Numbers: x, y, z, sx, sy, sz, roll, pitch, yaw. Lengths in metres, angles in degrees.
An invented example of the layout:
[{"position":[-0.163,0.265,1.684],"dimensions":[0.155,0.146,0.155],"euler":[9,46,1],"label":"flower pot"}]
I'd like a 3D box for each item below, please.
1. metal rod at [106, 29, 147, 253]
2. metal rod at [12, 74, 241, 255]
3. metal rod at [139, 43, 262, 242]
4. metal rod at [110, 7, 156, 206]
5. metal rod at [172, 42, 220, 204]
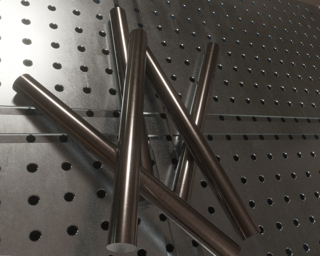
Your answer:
[{"position":[-0.032,-0.017,0.352],"dimensions":[0.025,0.025,0.300],"euler":[17,48,-19],"label":"metal rod"},{"position":[-0.042,0.040,0.337],"dimensions":[0.300,0.025,0.025],"euler":[38,50,7],"label":"metal rod"},{"position":[0.035,-0.001,0.401],"dimensions":[0.025,0.025,0.299],"euler":[-10,58,-33],"label":"metal rod"},{"position":[-0.040,-0.047,0.416],"dimensions":[0.025,0.025,0.299],"euler":[3,60,-27],"label":"metal rod"},{"position":[0.058,-0.026,0.456],"dimensions":[0.025,0.025,0.300],"euler":[26,52,-12],"label":"metal rod"}]
